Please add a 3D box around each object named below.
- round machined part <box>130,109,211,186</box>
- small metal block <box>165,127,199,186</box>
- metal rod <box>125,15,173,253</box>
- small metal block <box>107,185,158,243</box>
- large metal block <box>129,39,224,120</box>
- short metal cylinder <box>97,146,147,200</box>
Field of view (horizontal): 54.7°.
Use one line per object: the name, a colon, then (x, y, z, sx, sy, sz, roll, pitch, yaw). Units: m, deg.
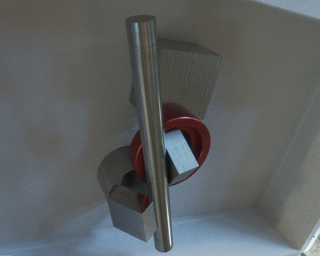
round machined part: (0.009, 0.021, 0.377, 0.099, 0.042, 0.097, -14, 125, -21)
small metal block: (0.015, 0.034, 0.359, 0.025, 0.050, 0.050, -19, 161, -22)
metal rod: (-0.005, 0.034, 0.336, 0.025, 0.025, 0.298, -18, 126, -19)
small metal block: (-0.032, 0.102, 0.370, 0.025, 0.050, 0.050, -44, 139, -44)
large metal block: (0.017, -0.057, 0.365, 0.081, 0.050, 0.079, 0, 119, -29)
short metal cylinder: (-0.038, 0.071, 0.416, 0.081, 0.050, 0.079, -14, 125, -21)
